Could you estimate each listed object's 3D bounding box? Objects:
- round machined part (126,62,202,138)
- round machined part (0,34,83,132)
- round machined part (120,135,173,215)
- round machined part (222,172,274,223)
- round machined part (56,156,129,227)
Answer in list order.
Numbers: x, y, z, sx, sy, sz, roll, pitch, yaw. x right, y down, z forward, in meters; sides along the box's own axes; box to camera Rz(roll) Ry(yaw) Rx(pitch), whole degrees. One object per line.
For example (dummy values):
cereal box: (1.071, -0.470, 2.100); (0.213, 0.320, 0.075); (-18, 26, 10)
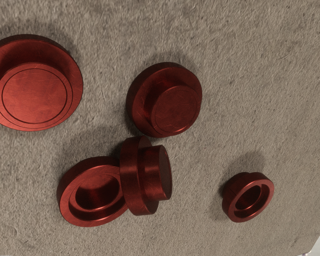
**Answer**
round machined part: (0.011, -0.029, 0.386); (0.099, 0.042, 0.097); (-14, 125, -21)
round machined part: (-0.125, -0.038, 0.305); (0.099, 0.042, 0.097); (-14, 125, -21)
round machined part: (-0.012, 0.057, 0.385); (0.042, 0.098, 0.098); (-9, 128, 12)
round machined part: (0.151, 0.118, 0.555); (0.099, 0.042, 0.097); (-14, 125, -21)
round machined part: (-0.083, 0.076, 0.399); (0.099, 0.042, 0.097); (-14, 124, -21)
